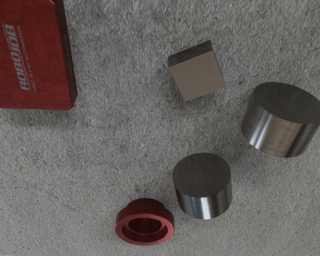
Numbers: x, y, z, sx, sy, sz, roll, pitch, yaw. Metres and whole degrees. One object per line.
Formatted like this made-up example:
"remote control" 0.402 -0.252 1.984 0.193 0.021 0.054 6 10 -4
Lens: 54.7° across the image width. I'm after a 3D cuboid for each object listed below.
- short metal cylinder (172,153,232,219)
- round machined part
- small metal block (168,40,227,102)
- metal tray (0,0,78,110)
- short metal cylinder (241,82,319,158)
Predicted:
"short metal cylinder" 0.061 0.081 0.441 0.080 0.080 0.050 -8 130 7
"round machined part" -0.025 0.157 0.529 0.099 0.042 0.097 0 130 0
"small metal block" 0.042 -0.064 0.353 0.050 0.025 0.050 -19 128 15
"metal tray" -0.145 -0.080 0.334 0.091 0.030 0.129 2 130 -2
"short metal cylinder" 0.142 -0.011 0.363 0.081 0.080 0.050 6 130 -5
